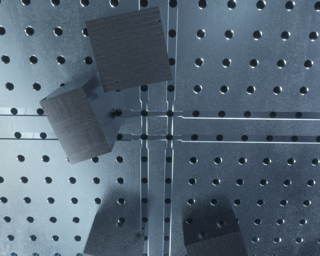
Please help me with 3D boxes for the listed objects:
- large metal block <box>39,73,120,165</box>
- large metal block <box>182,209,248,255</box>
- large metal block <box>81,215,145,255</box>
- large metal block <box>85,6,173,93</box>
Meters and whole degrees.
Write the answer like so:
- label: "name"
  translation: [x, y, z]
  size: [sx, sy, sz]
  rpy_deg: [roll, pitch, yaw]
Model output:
- label: "large metal block"
  translation: [-0.092, -0.014, 0.378]
  size: [0.050, 0.080, 0.080]
  rpy_deg: [-18, 109, 7]
- label: "large metal block"
  translation: [0.086, 0.180, 0.467]
  size: [0.080, 0.050, 0.080]
  rpy_deg: [-18, 109, 6]
- label: "large metal block"
  translation: [-0.070, 0.182, 0.451]
  size: [0.080, 0.080, 0.050]
  rpy_deg: [19, 109, -7]
- label: "large metal block"
  translation: [-0.033, -0.093, 0.365]
  size: [0.080, 0.050, 0.080]
  rpy_deg: [-11, 110, 4]
